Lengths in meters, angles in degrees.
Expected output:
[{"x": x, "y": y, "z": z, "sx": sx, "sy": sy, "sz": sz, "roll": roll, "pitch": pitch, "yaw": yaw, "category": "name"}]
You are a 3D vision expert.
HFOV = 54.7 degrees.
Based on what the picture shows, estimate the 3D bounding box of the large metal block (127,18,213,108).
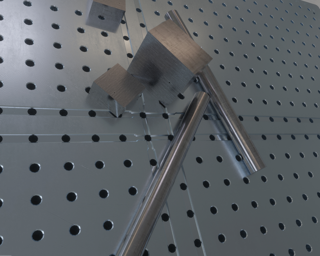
[{"x": 0.012, "y": -0.089, "z": 0.433, "sx": 0.080, "sy": 0.080, "sz": 0.050, "roll": 44, "pitch": 51, "yaw": 2, "category": "large metal block"}]

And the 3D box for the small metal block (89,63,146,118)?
[{"x": -0.056, "y": -0.050, "z": 0.409, "sx": 0.050, "sy": 0.025, "sz": 0.050, "roll": 41, "pitch": 51, "yaw": 0, "category": "small metal block"}]

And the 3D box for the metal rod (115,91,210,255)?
[{"x": 0.007, "y": 0.058, "z": 0.376, "sx": 0.025, "sy": 0.025, "sz": 0.301, "roll": 34, "pitch": 51, "yaw": -6, "category": "metal rod"}]

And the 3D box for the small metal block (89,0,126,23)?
[{"x": -0.082, "y": -0.198, "z": 0.485, "sx": 0.050, "sy": 0.025, "sz": 0.050, "roll": 9, "pitch": 58, "yaw": -23, "category": "small metal block"}]

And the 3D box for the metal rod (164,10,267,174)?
[{"x": 0.081, "y": -0.067, "z": 0.492, "sx": 0.025, "sy": 0.025, "sz": 0.299, "roll": -14, "pitch": 69, "yaw": -34, "category": "metal rod"}]
